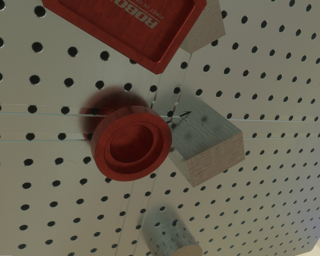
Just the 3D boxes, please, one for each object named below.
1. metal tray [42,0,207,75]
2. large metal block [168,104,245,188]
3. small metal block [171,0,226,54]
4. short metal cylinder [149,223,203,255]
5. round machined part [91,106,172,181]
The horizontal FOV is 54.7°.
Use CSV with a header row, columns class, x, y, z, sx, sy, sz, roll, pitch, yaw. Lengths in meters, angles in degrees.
class,x,y,z,sx,sy,sz,roll,pitch,yaw
metal tray,-0.031,-0.122,0.297,0.131,0.030,0.090,28,103,-25
large metal block,0.055,0.021,0.419,0.080,0.080,0.050,-26,128,-12
small metal block,0.044,-0.123,0.359,0.050,0.025,0.050,-31,129,-9
short metal cylinder,0.027,0.215,0.543,0.081,0.050,0.079,-14,124,-21
round machined part,-0.038,0.016,0.388,0.099,0.042,0.097,-13,124,-20
